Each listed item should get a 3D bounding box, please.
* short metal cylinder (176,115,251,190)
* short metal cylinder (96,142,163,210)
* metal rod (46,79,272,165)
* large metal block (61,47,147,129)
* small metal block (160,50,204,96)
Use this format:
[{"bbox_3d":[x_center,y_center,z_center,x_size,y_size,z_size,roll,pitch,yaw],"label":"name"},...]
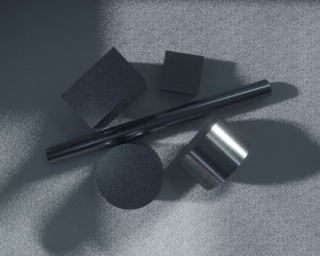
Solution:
[{"bbox_3d":[0.065,0.030,0.384,0.050,0.080,0.080,43,90,-1],"label":"short metal cylinder"},{"bbox_3d":[-0.036,0.058,0.396,0.081,0.050,0.079,0,90,-1],"label":"short metal cylinder"},{"bbox_3d":[-0.001,-0.008,0.410,0.302,0.025,0.025,-17,90,-1],"label":"metal rod"},{"bbox_3d":[-0.063,-0.045,0.382,0.080,0.080,0.050,-43,91,0],"label":"large metal block"},{"bbox_3d":[0.028,-0.072,0.410,0.050,0.025,0.050,9,90,-1],"label":"small metal block"}]
